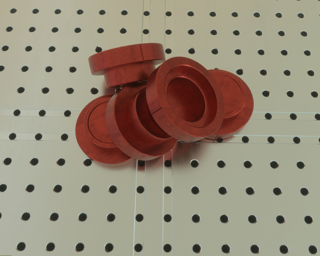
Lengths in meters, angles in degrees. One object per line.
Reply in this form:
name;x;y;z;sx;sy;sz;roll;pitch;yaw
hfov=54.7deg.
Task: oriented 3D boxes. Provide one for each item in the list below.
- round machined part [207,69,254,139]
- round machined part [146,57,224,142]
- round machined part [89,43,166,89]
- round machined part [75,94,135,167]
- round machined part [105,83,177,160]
round machined part;0.077;-0.037;0.417;0.099;0.042;0.098;0;70;-1
round machined part;0.025;-0.030;0.363;0.099;0.042;0.098;14;65;-31
round machined part;-0.040;-0.078;0.406;0.099;0.098;0.042;-12;96;-5
round machined part;-0.061;-0.001;0.402;0.099;0.042;0.098;0;70;-1
round machined part;-0.013;-0.012;0.382;0.099;0.042;0.098;17;61;-33
